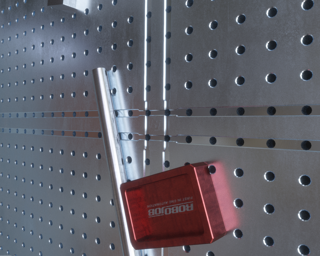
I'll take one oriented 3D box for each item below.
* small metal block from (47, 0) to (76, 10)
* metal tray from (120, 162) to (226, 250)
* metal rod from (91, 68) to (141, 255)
[{"bbox_3d":[-0.172,-0.240,0.548,0.050,0.025,0.050,14,99,38],"label":"small metal block"},{"bbox_3d":[0.010,0.102,0.395,0.130,0.030,0.090,-22,76,37],"label":"metal tray"},{"bbox_3d":[-0.066,0.055,0.461,0.025,0.025,0.298,-19,78,38],"label":"metal rod"}]
